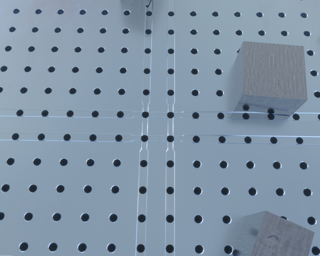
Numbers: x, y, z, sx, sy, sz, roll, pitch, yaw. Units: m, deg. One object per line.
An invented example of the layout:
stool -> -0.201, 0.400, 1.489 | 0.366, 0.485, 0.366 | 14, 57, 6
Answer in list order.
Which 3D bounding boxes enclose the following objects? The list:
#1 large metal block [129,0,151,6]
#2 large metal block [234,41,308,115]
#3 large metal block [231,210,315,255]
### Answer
large metal block -> -0.029, -0.253, 0.475 | 0.050, 0.080, 0.080 | 19, 71, 7
large metal block -> 0.148, -0.067, 0.424 | 0.080, 0.050, 0.080 | 5, 70, 2
large metal block -> 0.112, 0.140, 0.332 | 0.050, 0.080, 0.080 | 24, 72, 8
